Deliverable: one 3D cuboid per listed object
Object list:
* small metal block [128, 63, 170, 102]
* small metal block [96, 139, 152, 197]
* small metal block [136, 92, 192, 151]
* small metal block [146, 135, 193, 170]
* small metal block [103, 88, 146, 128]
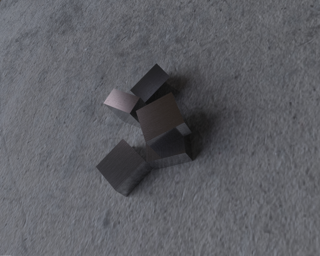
[{"bbox_3d":[-0.017,-0.060,0.431,0.050,0.025,0.050,-46,9,-5],"label":"small metal block"},{"bbox_3d":[-0.045,0.050,0.395,0.050,0.025,0.050,-46,52,-5],"label":"small metal block"},{"bbox_3d":[0.004,-0.008,0.374,0.050,0.025,0.050,-27,52,10],"label":"small metal block"},{"bbox_3d":[0.010,0.020,0.385,0.050,0.025,0.050,-16,55,19],"label":"small metal block"},{"bbox_3d":[-0.040,-0.024,0.422,0.050,0.050,0.025,22,74,35],"label":"small metal block"}]
